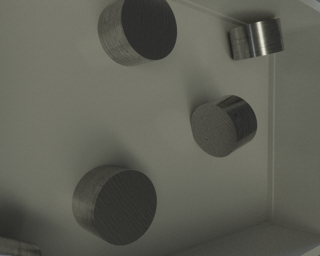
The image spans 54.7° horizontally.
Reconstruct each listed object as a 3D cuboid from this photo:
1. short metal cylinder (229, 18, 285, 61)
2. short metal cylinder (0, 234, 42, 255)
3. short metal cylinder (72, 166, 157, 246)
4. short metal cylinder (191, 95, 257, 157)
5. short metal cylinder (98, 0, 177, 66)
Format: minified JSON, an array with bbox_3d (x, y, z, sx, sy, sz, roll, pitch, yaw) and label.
[{"bbox_3d":[0.157,-0.143,0.505,0.081,0.080,0.050,-21,104,-38],"label":"short metal cylinder"},{"bbox_3d":[-0.142,0.129,0.253,0.050,0.080,0.080,35,69,-35],"label":"short metal cylinder"},{"bbox_3d":[-0.051,0.085,0.350,0.081,0.050,0.079,0,90,-40],"label":"short metal cylinder"},{"bbox_3d":[0.092,-0.003,0.451,0.050,0.080,0.079,-23,105,-38],"label":"short metal cylinder"},{"bbox_3d":[-0.026,-0.117,0.370,0.081,0.050,0.079,0,90,-40],"label":"short metal cylinder"}]
